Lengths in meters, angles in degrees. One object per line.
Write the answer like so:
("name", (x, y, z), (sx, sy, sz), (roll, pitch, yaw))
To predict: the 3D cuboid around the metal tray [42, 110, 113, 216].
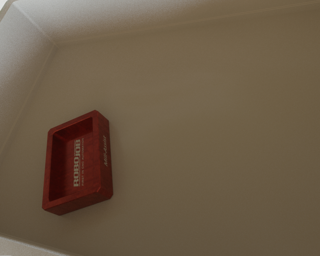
("metal tray", (-0.115, 0.046, 0.435), (0.090, 0.030, 0.130), (-21, 54, 15))
